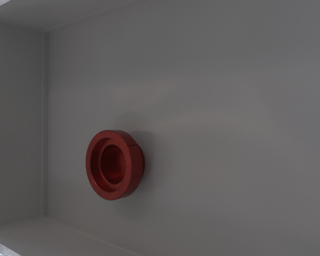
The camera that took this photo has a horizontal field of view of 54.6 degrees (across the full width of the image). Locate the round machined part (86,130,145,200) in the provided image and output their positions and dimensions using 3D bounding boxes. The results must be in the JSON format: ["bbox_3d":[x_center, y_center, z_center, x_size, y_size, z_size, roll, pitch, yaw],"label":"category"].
[{"bbox_3d":[-0.060,0.051,0.447,0.098,0.042,0.097,0,90,40],"label":"round machined part"}]
